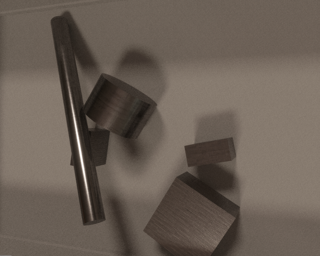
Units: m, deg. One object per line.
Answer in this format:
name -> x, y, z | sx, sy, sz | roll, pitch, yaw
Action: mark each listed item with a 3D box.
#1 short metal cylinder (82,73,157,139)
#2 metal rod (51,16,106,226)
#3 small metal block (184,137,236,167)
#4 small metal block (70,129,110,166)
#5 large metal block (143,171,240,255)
short metal cylinder -> -0.051, -0.028, 0.398 | 0.080, 0.080, 0.050 | 34, 101, 16
metal rod -> -0.112, -0.027, 0.404 | 0.025, 0.025, 0.299 | -24, 65, 18
small metal block -> 0.062, 0.028, 0.375 | 0.050, 0.050, 0.025 | -11, 87, 19
small metal block -> -0.096, 0.027, 0.430 | 0.025, 0.050, 0.050 | 9, 93, 19
large metal block -> 0.040, 0.112, 0.383 | 0.080, 0.050, 0.080 | 33, 100, 16
